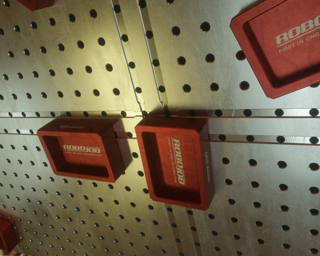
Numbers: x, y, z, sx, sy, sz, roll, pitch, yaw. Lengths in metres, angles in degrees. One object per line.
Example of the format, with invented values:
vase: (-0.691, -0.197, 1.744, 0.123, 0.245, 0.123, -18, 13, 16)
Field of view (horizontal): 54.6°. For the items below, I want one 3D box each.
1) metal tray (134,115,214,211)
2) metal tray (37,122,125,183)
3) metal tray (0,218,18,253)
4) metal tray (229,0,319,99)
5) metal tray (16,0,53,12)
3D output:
metal tray: (0.022, 0.048, 0.426, 0.090, 0.030, 0.129, 4, 121, 26)
metal tray: (-0.127, 0.038, 0.499, 0.130, 0.030, 0.090, 2, 119, 27)
metal tray: (-0.436, 0.261, 0.801, 0.130, 0.030, 0.089, 16, 125, 19)
metal tray: (0.141, -0.090, 0.277, 0.130, 0.030, 0.090, -22, 107, 36)
metal tray: (-0.157, -0.217, 0.357, 0.090, 0.030, 0.129, 36, 129, 4)
